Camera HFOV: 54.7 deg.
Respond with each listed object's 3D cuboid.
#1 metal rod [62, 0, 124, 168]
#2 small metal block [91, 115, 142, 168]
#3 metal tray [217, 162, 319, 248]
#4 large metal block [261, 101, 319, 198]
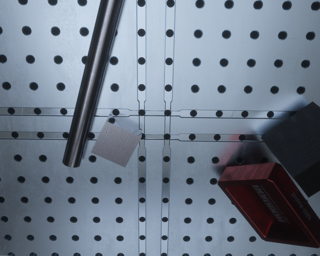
[{"bbox_3d":[-0.077,-0.085,0.380,0.025,0.025,0.298,17,109,-7],"label":"metal rod"},{"bbox_3d":[-0.058,0.018,0.419,0.050,0.025,0.050,26,108,-10],"label":"small metal block"},{"bbox_3d":[0.151,0.106,0.423,0.130,0.030,0.090,51,146,-16],"label":"metal tray"},{"bbox_3d":[0.190,0.026,0.390,0.080,0.080,0.050,-38,124,12],"label":"large metal block"}]
